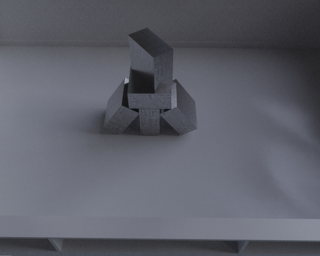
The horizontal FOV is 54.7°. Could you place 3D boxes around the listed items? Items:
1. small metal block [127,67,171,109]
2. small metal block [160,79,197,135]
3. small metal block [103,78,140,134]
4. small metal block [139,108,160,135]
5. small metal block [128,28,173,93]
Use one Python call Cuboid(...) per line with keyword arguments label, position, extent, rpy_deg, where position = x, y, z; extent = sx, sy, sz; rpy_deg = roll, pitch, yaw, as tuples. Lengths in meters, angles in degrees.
Cuboid(label="small metal block", position=(-0.012, -0.050, 0.379), extent=(0.050, 0.025, 0.050), rpy_deg=(1, 50, 0))
Cuboid(label="small metal block", position=(0.024, -0.027, 0.406), extent=(0.025, 0.050, 0.050), rpy_deg=(-23, 44, 26))
Cuboid(label="small metal block", position=(-0.049, -0.028, 0.406), extent=(0.025, 0.050, 0.050), rpy_deg=(24, 45, -25))
Cuboid(label="small metal block", position=(-0.013, -0.026, 0.408), extent=(0.025, 0.050, 0.050), rpy_deg=(1, 50, 1))
Cuboid(label="small metal block", position=(-0.010, -0.077, 0.353), extent=(0.025, 0.050, 0.050), rpy_deg=(-29, 56, -21))
